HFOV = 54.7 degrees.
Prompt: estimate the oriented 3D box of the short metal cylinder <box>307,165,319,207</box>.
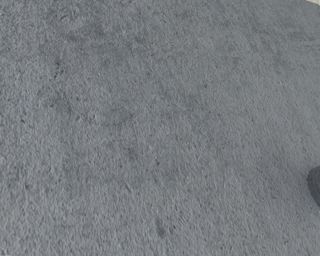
[{"bbox_3d":[0.281,0.090,0.484,0.081,0.050,0.080,14,56,-21],"label":"short metal cylinder"}]
